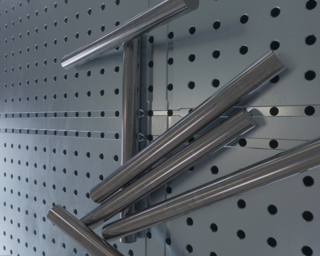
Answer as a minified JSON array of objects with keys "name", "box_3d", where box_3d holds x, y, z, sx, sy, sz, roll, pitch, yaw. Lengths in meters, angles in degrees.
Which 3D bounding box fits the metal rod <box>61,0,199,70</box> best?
[{"name":"metal rod","box_3d":[-0.065,-0.124,0.432,0.299,0.025,0.025,-6,86,49]}]

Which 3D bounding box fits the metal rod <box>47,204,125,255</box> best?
[{"name":"metal rod","box_3d":[-0.031,0.189,0.391,0.300,0.025,0.025,29,109,22]}]

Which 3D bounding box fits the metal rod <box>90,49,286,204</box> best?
[{"name":"metal rod","box_3d":[0.015,0.014,0.378,0.299,0.025,0.025,-39,66,26]}]

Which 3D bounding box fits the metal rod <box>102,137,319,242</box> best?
[{"name":"metal rod","box_3d":[0.041,0.083,0.359,0.299,0.025,0.025,-30,71,30]}]

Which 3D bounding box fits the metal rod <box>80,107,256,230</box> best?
[{"name":"metal rod","box_3d":[-0.012,0.069,0.397,0.299,0.025,0.025,-37,67,26]}]

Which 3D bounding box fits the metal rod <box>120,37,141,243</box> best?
[{"name":"metal rod","box_3d":[-0.043,0.013,0.445,0.025,0.025,0.298,2,91,40]}]
